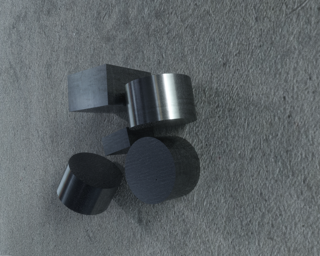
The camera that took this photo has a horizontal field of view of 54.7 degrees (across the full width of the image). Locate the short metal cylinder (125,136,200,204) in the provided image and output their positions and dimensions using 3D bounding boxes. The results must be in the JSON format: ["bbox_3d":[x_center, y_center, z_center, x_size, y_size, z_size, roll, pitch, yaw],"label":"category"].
[{"bbox_3d":[0.003,0.050,0.387,0.080,0.050,0.079,0,90,40],"label":"short metal cylinder"}]

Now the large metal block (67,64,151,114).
[{"bbox_3d":[-0.068,-0.050,0.425,0.080,0.081,0.050,-5,87,40],"label":"large metal block"}]

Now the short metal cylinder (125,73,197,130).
[{"bbox_3d":[0.001,-0.028,0.369,0.080,0.081,0.050,-13,82,39],"label":"short metal cylinder"}]

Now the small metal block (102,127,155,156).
[{"bbox_3d":[-0.042,0.018,0.423,0.050,0.050,0.025,-22,76,38],"label":"small metal block"}]

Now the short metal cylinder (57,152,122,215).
[{"bbox_3d":[-0.102,0.080,0.454,0.080,0.081,0.050,42,116,32],"label":"short metal cylinder"}]
